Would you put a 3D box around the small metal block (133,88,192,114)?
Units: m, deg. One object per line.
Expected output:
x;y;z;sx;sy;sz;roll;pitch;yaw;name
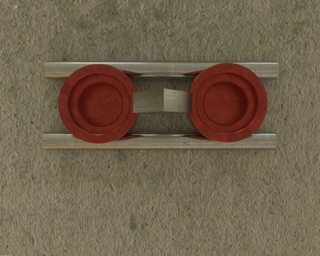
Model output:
0.003;-0.030;0.372;0.050;0.050;0.025;0;89;43;small metal block

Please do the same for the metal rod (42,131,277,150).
0.000;0.017;0.411;0.302;0.025;0.025;0;90;0;metal rod

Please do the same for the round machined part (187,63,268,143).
0.082;-0.031;0.398;0.099;0.042;0.097;0;90;0;round machined part

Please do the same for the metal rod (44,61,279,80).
0.002;-0.077;0.411;0.302;0.025;0.025;0;90;0;metal rod

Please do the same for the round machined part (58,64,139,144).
-0.075;-0.030;0.398;0.099;0.042;0.097;0;90;0;round machined part
